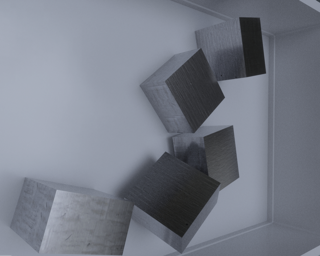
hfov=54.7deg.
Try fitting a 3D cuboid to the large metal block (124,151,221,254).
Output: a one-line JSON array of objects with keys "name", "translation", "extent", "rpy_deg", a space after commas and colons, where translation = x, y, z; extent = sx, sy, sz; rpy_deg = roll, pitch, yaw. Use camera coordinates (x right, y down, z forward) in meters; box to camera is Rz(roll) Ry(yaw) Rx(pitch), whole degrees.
[{"name": "large metal block", "translation": [0.016, 0.088, 0.377], "extent": [0.080, 0.080, 0.050], "rpy_deg": [-46, 151, -30]}]

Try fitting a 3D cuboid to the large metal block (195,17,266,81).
[{"name": "large metal block", "translation": [0.104, -0.113, 0.460], "extent": [0.050, 0.080, 0.079], "rpy_deg": [-16, 101, -39]}]

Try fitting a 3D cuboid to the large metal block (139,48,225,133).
[{"name": "large metal block", "translation": [0.033, -0.049, 0.420], "extent": [0.080, 0.050, 0.080], "rpy_deg": [-46, 118, -30]}]

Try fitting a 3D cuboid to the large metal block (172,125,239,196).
[{"name": "large metal block", "translation": [0.068, 0.043, 0.442], "extent": [0.081, 0.050, 0.079], "rpy_deg": [-17, 101, -48]}]

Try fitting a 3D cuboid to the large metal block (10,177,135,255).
[{"name": "large metal block", "translation": [-0.085, 0.085, 0.301], "extent": [0.080, 0.080, 0.050], "rpy_deg": [21, 77, -39]}]
